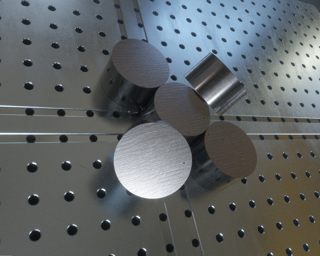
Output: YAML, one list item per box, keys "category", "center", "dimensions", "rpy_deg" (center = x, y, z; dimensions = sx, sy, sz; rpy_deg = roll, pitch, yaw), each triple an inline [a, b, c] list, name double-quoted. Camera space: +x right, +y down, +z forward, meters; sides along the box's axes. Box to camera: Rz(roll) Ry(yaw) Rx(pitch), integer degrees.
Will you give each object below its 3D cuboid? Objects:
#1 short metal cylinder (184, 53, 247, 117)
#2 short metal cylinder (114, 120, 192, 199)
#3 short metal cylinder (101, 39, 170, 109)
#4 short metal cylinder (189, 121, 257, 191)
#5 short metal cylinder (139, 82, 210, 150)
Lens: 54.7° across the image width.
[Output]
- category: "short metal cylinder"
  center: [0.080, -0.063, 0.449]
  dimensions: [0.080, 0.050, 0.080]
  rpy_deg: [47, 10, -10]
- category: "short metal cylinder"
  center: [-0.008, 0.032, 0.343]
  dimensions: [0.081, 0.050, 0.079]
  rpy_deg: [0, 95, -3]
- category: "short metal cylinder"
  center: [-0.034, -0.073, 0.419]
  dimensions: [0.081, 0.050, 0.080]
  rpy_deg: [14, 56, -21]
- category: "short metal cylinder"
  center: [0.081, 0.038, 0.414]
  dimensions: [0.081, 0.050, 0.080]
  rpy_deg: [14, 56, -21]
- category: "short metal cylinder"
  center: [0.019, -0.014, 0.412]
  dimensions: [0.081, 0.050, 0.080]
  rpy_deg: [14, 56, -21]
